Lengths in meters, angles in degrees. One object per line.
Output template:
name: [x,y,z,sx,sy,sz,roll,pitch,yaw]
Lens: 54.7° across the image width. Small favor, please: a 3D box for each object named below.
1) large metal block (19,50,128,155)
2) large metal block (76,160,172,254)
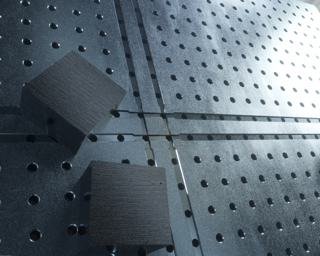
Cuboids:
large metal block: [-0.099,-0.030,0.358,0.080,0.050,0.080,38,51,-3]
large metal block: [-0.038,0.084,0.322,0.081,0.050,0.080,9,58,-24]
